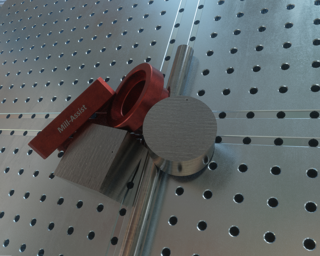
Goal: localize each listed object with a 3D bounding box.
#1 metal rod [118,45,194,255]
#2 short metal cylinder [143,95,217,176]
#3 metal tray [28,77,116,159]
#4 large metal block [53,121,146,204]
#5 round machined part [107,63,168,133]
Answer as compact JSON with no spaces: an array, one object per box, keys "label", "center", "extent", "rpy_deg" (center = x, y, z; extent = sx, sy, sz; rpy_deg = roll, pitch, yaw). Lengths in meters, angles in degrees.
[{"label":"metal rod","center":[0.001,0.016,0.398],"extent":[0.025,0.025,0.300],"rpy_deg":[1,62,29]},{"label":"short metal cylinder","center":[0.023,0.010,0.357],"extent":[0.080,0.050,0.080],"rpy_deg":[-2,64,4]},{"label":"metal tray","center":[-0.123,-0.018,0.449],"extent":[0.130,0.030,0.090],"rpy_deg":[-44,13,-2]},{"label":"large metal block","center":[-0.078,0.043,0.407],"extent":[0.080,0.050,0.080],"rpy_deg":[11,67,32]},{"label":"round machined part","center":[-0.026,-0.035,0.416],"extent":[0.098,0.042,0.098],"rpy_deg":[-37,36,34]}]
